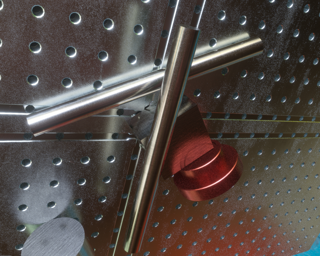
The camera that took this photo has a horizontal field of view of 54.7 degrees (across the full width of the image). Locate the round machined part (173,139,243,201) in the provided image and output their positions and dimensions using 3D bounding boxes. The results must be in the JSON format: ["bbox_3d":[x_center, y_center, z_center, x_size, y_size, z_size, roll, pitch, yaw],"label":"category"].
[{"bbox_3d":[0.062,0.052,0.436,0.098,0.098,0.042,-33,112,-7],"label":"round machined part"}]

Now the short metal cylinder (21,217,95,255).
[{"bbox_3d":[-0.132,0.166,0.408,0.081,0.080,0.050,-22,127,-16],"label":"short metal cylinder"}]

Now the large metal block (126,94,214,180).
[{"bbox_3d":[0.015,0.009,0.410,0.080,0.050,0.080,-33,129,-7],"label":"large metal block"}]

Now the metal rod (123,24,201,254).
[{"bbox_3d":[-0.005,0.032,0.364,0.025,0.025,0.298,0,119,-29],"label":"metal rod"}]

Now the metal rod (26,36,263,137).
[{"bbox_3d":[-0.004,-0.056,0.375,0.302,0.025,0.025,-22,127,-16],"label":"metal rod"}]
